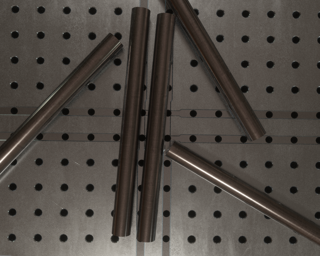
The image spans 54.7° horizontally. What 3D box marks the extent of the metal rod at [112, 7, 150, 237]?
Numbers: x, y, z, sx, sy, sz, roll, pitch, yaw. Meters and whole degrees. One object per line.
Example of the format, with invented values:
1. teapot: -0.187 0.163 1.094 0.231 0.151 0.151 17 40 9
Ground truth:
1. metal rod: -0.038 -0.008 0.412 0.025 0.025 0.298 5 90 -1

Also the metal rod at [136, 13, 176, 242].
1. metal rod: -0.005 -0.001 0.413 0.025 0.025 0.298 5 90 -1

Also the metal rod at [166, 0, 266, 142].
1. metal rod: 0.055 -0.117 0.414 0.025 0.025 0.299 -31 90 0

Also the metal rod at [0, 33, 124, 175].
1. metal rod: -0.161 -0.009 0.411 0.025 0.025 0.300 44 90 -1

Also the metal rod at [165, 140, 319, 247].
1. metal rod: 0.143 0.103 0.415 0.301 0.025 0.025 31 90 -1
